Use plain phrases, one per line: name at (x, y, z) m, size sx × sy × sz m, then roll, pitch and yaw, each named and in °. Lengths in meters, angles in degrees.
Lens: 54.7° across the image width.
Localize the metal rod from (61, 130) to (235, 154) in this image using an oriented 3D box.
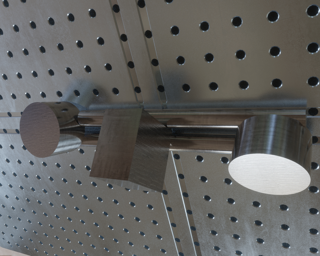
metal rod at (-0.039, 0.017, 0.441) m, size 0.300 × 0.025 × 0.025 m, roll 1°, pitch 119°, yaw 27°

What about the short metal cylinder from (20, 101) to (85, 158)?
short metal cylinder at (-0.160, 0.001, 0.461) m, size 0.080 × 0.050 × 0.079 m, roll 3°, pitch 97°, yaw 27°

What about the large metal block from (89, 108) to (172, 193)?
large metal block at (-0.030, 0.029, 0.371) m, size 0.050 × 0.080 × 0.080 m, roll 1°, pitch 161°, yaw 28°

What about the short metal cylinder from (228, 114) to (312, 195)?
short metal cylinder at (0.119, 0.030, 0.334) m, size 0.080 × 0.050 × 0.080 m, roll 15°, pitch 146°, yaw 10°

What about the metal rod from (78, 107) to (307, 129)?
metal rod at (0.019, -0.012, 0.393) m, size 0.300 × 0.025 × 0.025 m, roll 1°, pitch 119°, yaw 27°
